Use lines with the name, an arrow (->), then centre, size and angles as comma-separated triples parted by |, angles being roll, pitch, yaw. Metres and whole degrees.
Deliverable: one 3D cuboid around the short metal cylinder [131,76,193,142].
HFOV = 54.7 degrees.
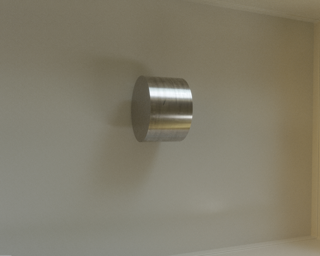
short metal cylinder -> 0.000, -0.023, 0.380 | 0.050, 0.080, 0.079 | 0, 90, -20
